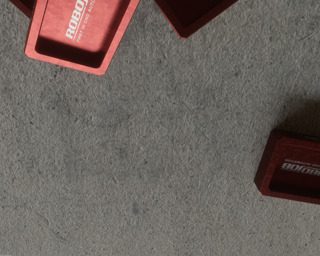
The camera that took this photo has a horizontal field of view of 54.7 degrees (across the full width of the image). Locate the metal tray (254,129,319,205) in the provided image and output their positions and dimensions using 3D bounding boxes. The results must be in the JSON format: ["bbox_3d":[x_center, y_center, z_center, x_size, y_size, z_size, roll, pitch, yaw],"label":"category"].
[{"bbox_3d":[0.208,0.057,0.429,0.131,0.030,0.089,10,110,-4],"label":"metal tray"}]

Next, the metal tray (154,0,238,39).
[{"bbox_3d":[0.024,-0.178,0.341,0.090,0.030,0.130,-35,107,11],"label":"metal tray"}]

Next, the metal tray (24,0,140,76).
[{"bbox_3d":[-0.080,-0.120,0.320,0.091,0.030,0.129,11,135,-28],"label":"metal tray"}]

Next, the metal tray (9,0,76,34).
[{"bbox_3d":[-0.111,-0.176,0.323,0.090,0.030,0.130,42,120,-14],"label":"metal tray"}]
